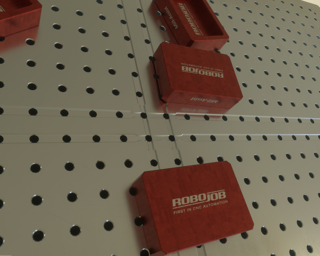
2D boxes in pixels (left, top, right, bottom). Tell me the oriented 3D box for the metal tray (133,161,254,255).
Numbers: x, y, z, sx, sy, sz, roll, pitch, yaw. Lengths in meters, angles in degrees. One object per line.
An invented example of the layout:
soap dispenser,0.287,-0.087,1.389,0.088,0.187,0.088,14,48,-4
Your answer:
metal tray,0.041,0.092,0.371,0.131,0.030,0.090,-3,63,-30

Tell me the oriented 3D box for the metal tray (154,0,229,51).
metal tray,0.056,-0.197,0.554,0.091,0.030,0.130,-14,69,-34

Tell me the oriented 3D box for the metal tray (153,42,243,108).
metal tray,0.060,-0.081,0.486,0.131,0.030,0.090,4,60,-26

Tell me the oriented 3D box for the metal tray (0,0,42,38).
metal tray,-0.226,-0.173,0.388,0.130,0.030,0.090,47,51,4
